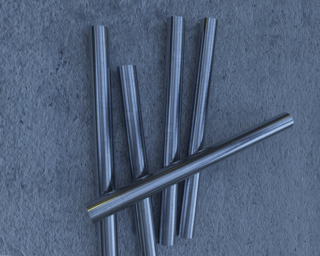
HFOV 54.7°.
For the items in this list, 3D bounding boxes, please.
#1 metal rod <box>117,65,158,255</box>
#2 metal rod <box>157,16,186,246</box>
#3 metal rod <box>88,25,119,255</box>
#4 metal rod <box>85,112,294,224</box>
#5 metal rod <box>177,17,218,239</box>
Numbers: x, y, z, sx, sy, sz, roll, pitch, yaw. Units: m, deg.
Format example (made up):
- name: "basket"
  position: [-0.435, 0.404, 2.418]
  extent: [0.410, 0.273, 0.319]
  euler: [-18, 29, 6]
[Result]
- name: "metal rod"
  position: [-0.026, 0.070, 0.399]
  extent: [0.025, 0.025, 0.298]
  euler: [-7, 93, -20]
- name: "metal rod"
  position: [0.015, 0.003, 0.414]
  extent: [0.025, 0.025, 0.298]
  euler: [3, 89, -20]
- name: "metal rod"
  position: [-0.069, 0.027, 0.383]
  extent: [0.025, 0.025, 0.298]
  euler: [-3, 91, -20]
- name: "metal rod"
  position: [0.052, 0.043, 0.400]
  extent: [0.302, 0.025, 0.025]
  euler: [-22, 98, -19]
- name: "metal rod"
  position: [0.052, -0.002, 0.427]
  extent: [0.025, 0.025, 0.298]
  euler: [8, 87, -20]
